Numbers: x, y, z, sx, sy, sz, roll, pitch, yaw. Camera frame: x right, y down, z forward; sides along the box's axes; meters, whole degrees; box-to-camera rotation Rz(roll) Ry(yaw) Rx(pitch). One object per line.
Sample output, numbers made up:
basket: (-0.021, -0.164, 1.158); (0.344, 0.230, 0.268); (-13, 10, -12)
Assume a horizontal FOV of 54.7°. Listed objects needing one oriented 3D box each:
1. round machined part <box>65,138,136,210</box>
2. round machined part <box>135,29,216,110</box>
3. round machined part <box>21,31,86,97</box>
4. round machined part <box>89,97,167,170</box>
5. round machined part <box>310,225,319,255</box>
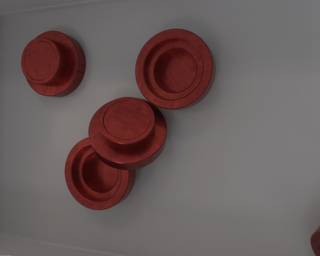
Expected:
round machined part: (-0.078, 0.060, 0.429); (0.098, 0.042, 0.097); (0, 90, 20)
round machined part: (0.022, -0.072, 0.394); (0.098, 0.042, 0.097); (0, 90, 20)
round machined part: (-0.164, -0.096, 0.459); (0.098, 0.042, 0.097); (0, 90, 20)
round machined part: (-0.040, 0.000, 0.389); (0.099, 0.042, 0.098); (1, 59, -2)
round machined part: (0.208, 0.127, 0.308); (0.042, 0.098, 0.098); (-38, 75, -20)
